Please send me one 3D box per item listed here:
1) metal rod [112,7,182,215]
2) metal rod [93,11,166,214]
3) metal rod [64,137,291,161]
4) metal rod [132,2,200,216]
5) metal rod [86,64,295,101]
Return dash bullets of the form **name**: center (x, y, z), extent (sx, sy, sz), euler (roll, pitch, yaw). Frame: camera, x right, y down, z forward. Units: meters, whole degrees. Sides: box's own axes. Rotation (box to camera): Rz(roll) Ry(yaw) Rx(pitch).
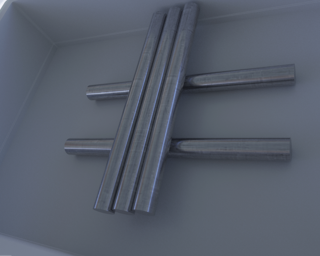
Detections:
- **metal rod**: center (-0.008, -0.040, 0.400), extent (0.025, 0.025, 0.300), euler (-1, 61, 28)
- **metal rod**: center (-0.031, -0.038, 0.411), extent (0.025, 0.025, 0.300), euler (-1, 61, 28)
- **metal rod**: center (0.002, 0.025, 0.389), extent (0.300, 0.025, 0.025), euler (-1, 61, 27)
- **metal rod**: center (0.014, -0.042, 0.389), extent (0.025, 0.025, 0.300), euler (-1, 61, 28)
- **metal rod**: center (0.023, -0.060, 0.429), extent (0.300, 0.025, 0.025), euler (-1, 61, 27)
